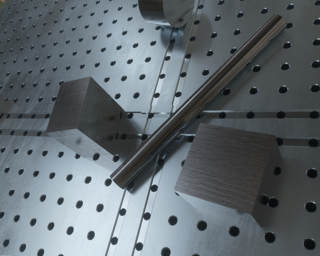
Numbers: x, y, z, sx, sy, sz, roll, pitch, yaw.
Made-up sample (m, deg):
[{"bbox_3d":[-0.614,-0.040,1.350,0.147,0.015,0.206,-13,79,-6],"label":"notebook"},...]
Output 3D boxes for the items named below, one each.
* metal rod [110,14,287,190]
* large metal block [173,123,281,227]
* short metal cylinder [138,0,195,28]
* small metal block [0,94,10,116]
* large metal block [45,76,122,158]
[{"bbox_3d":[0.052,-0.036,0.403,0.300,0.025,0.025,-45,51,-3],"label":"metal rod"},{"bbox_3d":[0.073,0.047,0.325,0.080,0.050,0.080,11,67,33],"label":"large metal block"},{"bbox_3d":[0.012,-0.203,0.492,0.050,0.080,0.080,21,73,36],"label":"short metal cylinder"},{"bbox_3d":[-0.332,-0.043,0.609,0.050,0.025,0.050,11,67,32],"label":"small metal block"},{"bbox_3d":[-0.102,-0.013,0.434,0.050,0.080,0.080,-7,59,24],"label":"large metal block"}]
